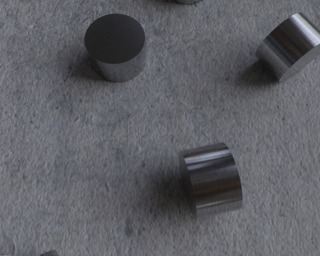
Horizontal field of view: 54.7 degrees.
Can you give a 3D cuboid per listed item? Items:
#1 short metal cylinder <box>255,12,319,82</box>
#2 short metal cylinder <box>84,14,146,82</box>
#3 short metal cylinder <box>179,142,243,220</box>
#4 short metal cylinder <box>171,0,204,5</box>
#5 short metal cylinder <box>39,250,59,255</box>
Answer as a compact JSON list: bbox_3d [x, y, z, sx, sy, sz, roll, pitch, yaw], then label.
[{"bbox_3d":[0.178,-0.108,0.421,0.080,0.080,0.050,-33,74,-11],"label":"short metal cylinder"},{"bbox_3d":[-0.060,-0.111,0.435,0.081,0.050,0.080,0,70,0],"label":"short metal cylinder"},{"bbox_3d":[0.056,0.060,0.358,0.050,0.080,0.080,-12,71,-5],"label":"short metal cylinder"},{"bbox_3d":[0.044,-0.242,0.484,0.081,0.050,0.080,0,70,0],"label":"short metal cylinder"},{"bbox_3d":[-0.131,0.170,0.315,0.080,0.080,0.050,-33,74,-12],"label":"short metal cylinder"}]
